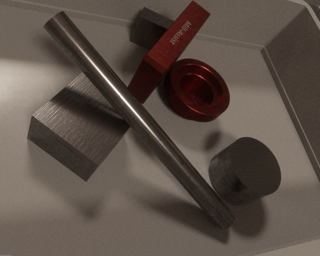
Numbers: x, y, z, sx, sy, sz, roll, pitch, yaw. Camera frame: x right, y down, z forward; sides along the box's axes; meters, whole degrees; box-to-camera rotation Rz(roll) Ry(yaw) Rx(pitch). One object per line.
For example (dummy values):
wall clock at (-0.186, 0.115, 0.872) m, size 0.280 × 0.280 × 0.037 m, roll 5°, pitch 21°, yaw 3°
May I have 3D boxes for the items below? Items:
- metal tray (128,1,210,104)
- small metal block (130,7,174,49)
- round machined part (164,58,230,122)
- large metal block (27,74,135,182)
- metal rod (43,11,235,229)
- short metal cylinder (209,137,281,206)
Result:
metal tray at (0.011, -0.102, 0.420) m, size 0.030 × 0.090 × 0.130 m, roll 37°, pitch 60°, yaw -4°
small metal block at (-0.013, -0.149, 0.475) m, size 0.050 × 0.050 × 0.025 m, roll 19°, pitch 54°, yaw -17°
round machined part at (0.049, -0.050, 0.454) m, size 0.099 × 0.042 × 0.098 m, roll 14°, pitch 56°, yaw -21°
large metal block at (-0.085, -0.001, 0.346) m, size 0.080 × 0.050 × 0.080 m, roll 38°, pitch 51°, yaw -3°
metal rod at (-0.010, 0.005, 0.342) m, size 0.300 × 0.025 × 0.025 m, roll 50°, pitch 49°, yaw -16°
short metal cylinder at (0.113, 0.059, 0.417) m, size 0.081 × 0.050 × 0.080 m, roll 14°, pitch 56°, yaw -21°
